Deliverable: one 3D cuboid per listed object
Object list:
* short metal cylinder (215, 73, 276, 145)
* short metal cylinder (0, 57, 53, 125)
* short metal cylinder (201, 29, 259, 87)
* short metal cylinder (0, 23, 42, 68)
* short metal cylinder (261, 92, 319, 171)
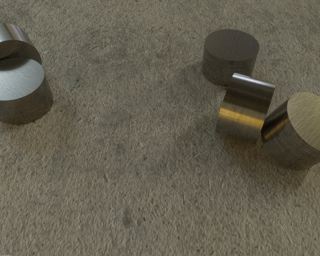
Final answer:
[{"bbox_3d":[0.107,-0.024,0.388,0.050,0.080,0.080,18,53,15],"label":"short metal cylinder"},{"bbox_3d":[-0.194,-0.051,0.425,0.081,0.050,0.080,2,53,-2],"label":"short metal cylinder"},{"bbox_3d":[0.107,-0.109,0.479,0.080,0.050,0.080,0,50,0],"label":"short metal cylinder"},{"bbox_3d":[-0.223,-0.105,0.454,0.081,0.080,0.050,-26,55,-20],"label":"short metal cylinder"},{"bbox_3d":[0.170,0.004,0.368,0.081,0.050,0.080,10,58,-16],"label":"short metal cylinder"}]
